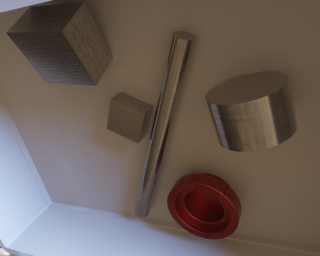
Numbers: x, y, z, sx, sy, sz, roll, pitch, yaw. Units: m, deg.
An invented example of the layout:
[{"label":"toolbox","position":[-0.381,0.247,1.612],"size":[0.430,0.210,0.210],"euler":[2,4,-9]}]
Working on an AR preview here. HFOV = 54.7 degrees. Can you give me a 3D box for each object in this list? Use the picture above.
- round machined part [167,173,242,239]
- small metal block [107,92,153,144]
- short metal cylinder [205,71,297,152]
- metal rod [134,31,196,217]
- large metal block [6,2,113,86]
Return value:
[{"label":"round machined part","position":[0.063,0.102,0.426],"size":[0.098,0.042,0.097],"euler":[13,124,20]},{"label":"small metal block","position":[-0.041,-0.014,0.420],"size":[0.050,0.025,0.050],"euler":[24,127,13]},{"label":"short metal cylinder","position":[0.092,-0.018,0.313],"size":[0.080,0.080,0.050],"euler":[-7,115,31]},{"label":"metal rod","position":[-0.002,0.018,0.419],"size":[0.025,0.025,0.298],"euler":[23,127,13]},{"label":"large metal block","position":[-0.116,-0.098,0.372],"size":[0.080,0.050,0.080],"euler":[6,146,24]}]
